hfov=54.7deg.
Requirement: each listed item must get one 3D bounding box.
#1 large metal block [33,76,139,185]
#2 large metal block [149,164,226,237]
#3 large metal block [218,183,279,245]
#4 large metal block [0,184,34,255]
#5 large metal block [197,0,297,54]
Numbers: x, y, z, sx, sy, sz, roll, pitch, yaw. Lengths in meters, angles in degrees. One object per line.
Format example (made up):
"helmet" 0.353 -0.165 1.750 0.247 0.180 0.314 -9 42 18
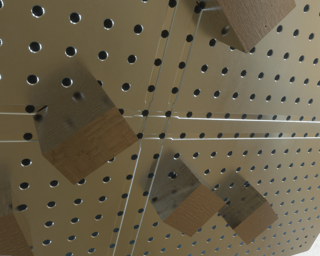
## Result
"large metal block" -0.081 -0.001 0.332 0.080 0.080 0.050 -35 129 -6
"large metal block" 0.044 0.117 0.494 0.080 0.050 0.080 -45 130 3
"large metal block" 0.169 0.166 0.593 0.080 0.050 0.080 -41 130 -1
"large metal block" -0.203 0.124 0.361 0.081 0.050 0.079 -17 126 -19
"large metal block" 0.099 -0.149 0.359 0.080 0.050 0.080 -44 130 2
